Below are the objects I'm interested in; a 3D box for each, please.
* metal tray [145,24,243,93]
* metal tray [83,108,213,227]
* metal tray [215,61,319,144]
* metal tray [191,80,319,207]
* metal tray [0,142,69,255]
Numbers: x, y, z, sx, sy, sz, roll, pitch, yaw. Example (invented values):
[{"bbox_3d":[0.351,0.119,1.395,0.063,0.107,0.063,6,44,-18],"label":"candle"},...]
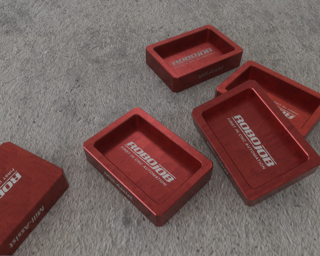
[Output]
[{"bbox_3d":[0.054,-0.115,0.496,0.131,0.030,0.090,-25,55,-20],"label":"metal tray"},{"bbox_3d":[-0.015,0.039,0.366,0.130,0.030,0.091,37,59,27],"label":"metal tray"},{"bbox_3d":[0.154,-0.037,0.431,0.130,0.030,0.090,35,58,25],"label":"metal tray"},{"bbox_3d":[0.107,0.013,0.365,0.090,0.030,0.130,-28,61,-3],"label":"metal tray"},{"bbox_3d":[-0.174,0.083,0.329,0.090,0.030,0.130,23,54,18],"label":"metal tray"}]
